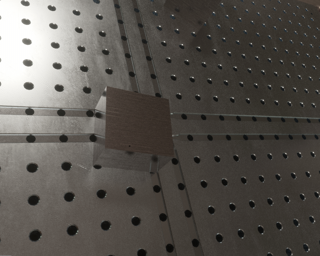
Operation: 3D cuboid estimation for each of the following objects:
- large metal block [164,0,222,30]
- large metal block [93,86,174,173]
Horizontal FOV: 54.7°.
[{"bbox_3d":[0.066,-0.240,0.557,0.080,0.080,0.050,32,52,-8],"label":"large metal block"},{"bbox_3d":[-0.033,0.004,0.373,0.081,0.050,0.080,10,58,-24],"label":"large metal block"}]
